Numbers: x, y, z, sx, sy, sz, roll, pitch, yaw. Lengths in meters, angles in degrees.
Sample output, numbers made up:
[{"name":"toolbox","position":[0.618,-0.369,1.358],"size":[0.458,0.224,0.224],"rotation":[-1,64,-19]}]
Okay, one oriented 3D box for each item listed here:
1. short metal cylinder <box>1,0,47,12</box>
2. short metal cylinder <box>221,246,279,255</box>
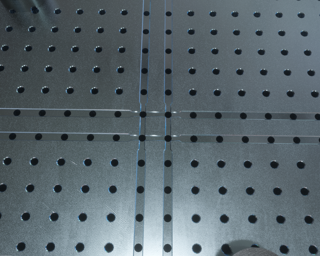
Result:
[{"name":"short metal cylinder","position":[-0.219,-0.228,0.479],"size":[0.081,0.050,0.080],"rotation":[0,70,0]},{"name":"short metal cylinder","position":[0.100,0.172,0.337],"size":[0.081,0.050,0.080],"rotation":[0,70,-1]}]
